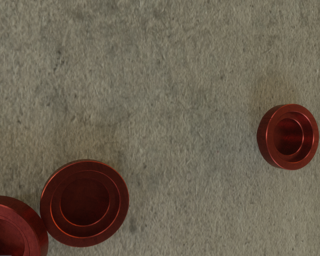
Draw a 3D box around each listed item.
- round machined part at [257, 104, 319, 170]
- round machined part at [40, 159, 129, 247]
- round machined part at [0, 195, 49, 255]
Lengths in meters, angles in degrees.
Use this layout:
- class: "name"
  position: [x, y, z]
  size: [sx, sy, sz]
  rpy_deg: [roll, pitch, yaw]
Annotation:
- class: "round machined part"
  position: [0.188, 0.013, 0.471]
  size: [0.099, 0.042, 0.097]
  rpy_deg: [0, 90, -21]
- class: "round machined part"
  position: [-0.090, 0.086, 0.368]
  size: [0.099, 0.042, 0.097]
  rpy_deg: [0, 90, -21]
- class: "round machined part"
  position: [-0.166, 0.117, 0.327]
  size: [0.099, 0.042, 0.097]
  rpy_deg: [0, 98, 3]
